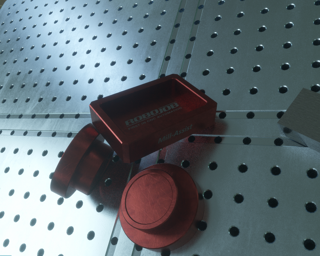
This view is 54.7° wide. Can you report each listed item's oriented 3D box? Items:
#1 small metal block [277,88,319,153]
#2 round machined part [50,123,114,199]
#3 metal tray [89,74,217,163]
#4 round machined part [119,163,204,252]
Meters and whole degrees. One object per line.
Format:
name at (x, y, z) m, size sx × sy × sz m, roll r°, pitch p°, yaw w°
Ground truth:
small metal block at (0.162, -0.008, 0.328) m, size 0.050 × 0.025 × 0.050 m, roll 33°, pitch 80°, yaw 38°
round machined part at (-0.093, 0.046, 0.394) m, size 0.042 × 0.098 × 0.098 m, roll 28°, pitch 74°, yaw 1°
metal tray at (-0.007, -0.018, 0.380) m, size 0.131 × 0.030 × 0.090 m, roll -23°, pitch 46°, yaw -26°
round machined part at (-0.004, 0.084, 0.348) m, size 0.098 × 0.042 × 0.098 m, roll -13°, pitch 56°, yaw 21°
